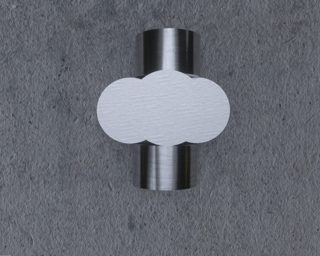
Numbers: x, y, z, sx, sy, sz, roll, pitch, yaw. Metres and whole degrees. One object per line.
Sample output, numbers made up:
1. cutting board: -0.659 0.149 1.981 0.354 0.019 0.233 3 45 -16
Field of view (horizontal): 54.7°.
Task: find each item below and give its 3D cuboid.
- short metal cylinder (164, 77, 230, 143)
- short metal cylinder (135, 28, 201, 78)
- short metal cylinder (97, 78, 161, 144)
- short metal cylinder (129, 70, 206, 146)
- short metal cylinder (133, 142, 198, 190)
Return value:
1. short metal cylinder: 0.044 -0.022 0.399 0.081 0.050 0.079 0 90 -1
2. short metal cylinder: 0.010 -0.086 0.384 0.081 0.080 0.050 0 90 -1
3. short metal cylinder: -0.036 -0.021 0.398 0.081 0.050 0.079 0 90 -1
4. short metal cylinder: 0.008 -0.021 0.348 0.081 0.050 0.079 0 90 -1
5. short metal cylinder: 0.006 0.044 0.384 0.081 0.080 0.050 0 90 -1
